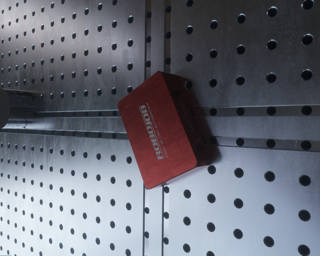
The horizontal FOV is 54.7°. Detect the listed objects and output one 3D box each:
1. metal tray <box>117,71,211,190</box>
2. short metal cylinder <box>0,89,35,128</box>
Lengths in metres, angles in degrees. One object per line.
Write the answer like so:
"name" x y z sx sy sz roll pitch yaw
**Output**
"metal tray" 0.001 0.004 0.404 0.090 0.030 0.130 -32 70 35
"short metal cylinder" -0.303 -0.039 0.638 0.080 0.050 0.079 0 90 39
